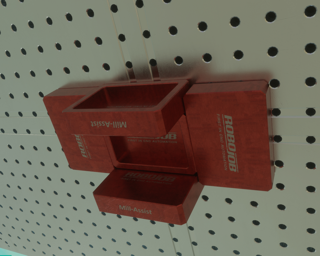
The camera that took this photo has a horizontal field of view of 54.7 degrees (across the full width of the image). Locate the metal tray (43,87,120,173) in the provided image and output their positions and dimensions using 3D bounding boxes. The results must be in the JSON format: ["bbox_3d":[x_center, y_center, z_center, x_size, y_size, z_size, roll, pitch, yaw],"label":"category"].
[{"bbox_3d":[-0.113,0.005,0.468,0.090,0.030,0.129,1,119,27],"label":"metal tray"}]

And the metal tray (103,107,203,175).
[{"bbox_3d":[-0.013,0.014,0.419,0.130,0.030,0.089,1,119,27],"label":"metal tray"}]

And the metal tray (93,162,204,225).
[{"bbox_3d":[-0.013,0.081,0.422,0.130,0.090,0.030,1,119,27],"label":"metal tray"}]

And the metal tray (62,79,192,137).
[{"bbox_3d":[-0.037,-0.025,0.372,0.130,0.090,0.030,1,119,27],"label":"metal tray"}]

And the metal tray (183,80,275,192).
[{"bbox_3d":[0.084,0.012,0.368,0.090,0.030,0.129,0,119,26],"label":"metal tray"}]
